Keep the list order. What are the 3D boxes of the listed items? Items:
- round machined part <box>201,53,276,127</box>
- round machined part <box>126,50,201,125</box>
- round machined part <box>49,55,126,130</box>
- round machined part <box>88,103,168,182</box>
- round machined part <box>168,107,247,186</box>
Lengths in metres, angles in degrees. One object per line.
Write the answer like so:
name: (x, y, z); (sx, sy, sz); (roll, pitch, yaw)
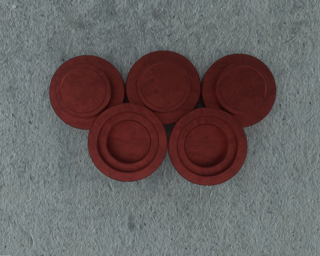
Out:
round machined part: (0.103, -0.049, 0.404); (0.099, 0.042, 0.097); (0, 90, -1)
round machined part: (0.004, -0.053, 0.403); (0.099, 0.042, 0.097); (0, 90, -1)
round machined part: (-0.095, -0.046, 0.401); (0.099, 0.042, 0.097); (0, 90, -1)
round machined part: (-0.040, 0.018, 0.402); (0.099, 0.042, 0.097); (0, 90, -1)
round machined part: (0.059, 0.023, 0.403); (0.099, 0.042, 0.097); (0, 90, -1)
